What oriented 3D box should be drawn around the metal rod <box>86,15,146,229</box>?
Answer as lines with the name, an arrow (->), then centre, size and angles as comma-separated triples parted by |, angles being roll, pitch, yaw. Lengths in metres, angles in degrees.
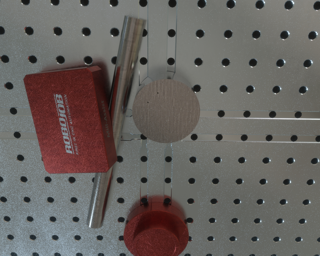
metal rod -> -0.063, 0.006, 0.414 | 0.025, 0.025, 0.298 | 12, 110, -5

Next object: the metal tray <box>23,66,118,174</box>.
metal tray -> -0.110, -0.008, 0.391 | 0.090, 0.030, 0.129 | -3, 106, 14

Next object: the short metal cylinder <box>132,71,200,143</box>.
short metal cylinder -> 0.007, -0.027, 0.390 | 0.081, 0.050, 0.079 | 0, 110, 0

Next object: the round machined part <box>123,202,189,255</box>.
round machined part -> -0.006, 0.165, 0.465 | 0.099, 0.042, 0.097 | 0, 110, 0
